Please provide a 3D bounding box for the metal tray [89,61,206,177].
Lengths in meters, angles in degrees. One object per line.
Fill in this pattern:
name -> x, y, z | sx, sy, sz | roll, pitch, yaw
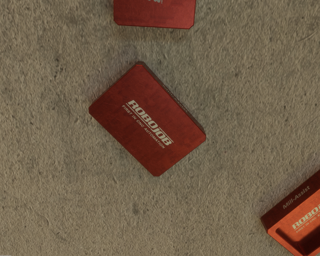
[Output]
metal tray -> -0.015, -0.009, 0.403 | 0.090, 0.030, 0.130 | -40, 106, 13

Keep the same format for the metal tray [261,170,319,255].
metal tray -> 0.229, 0.128, 0.456 | 0.090, 0.030, 0.130 | 41, 105, -14

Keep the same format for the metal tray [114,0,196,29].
metal tray -> -0.004, -0.179, 0.341 | 0.091, 0.030, 0.129 | 3, 110, -1
